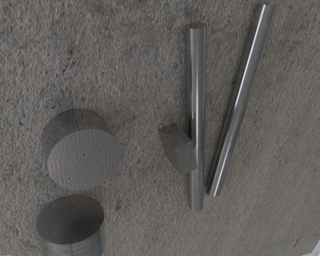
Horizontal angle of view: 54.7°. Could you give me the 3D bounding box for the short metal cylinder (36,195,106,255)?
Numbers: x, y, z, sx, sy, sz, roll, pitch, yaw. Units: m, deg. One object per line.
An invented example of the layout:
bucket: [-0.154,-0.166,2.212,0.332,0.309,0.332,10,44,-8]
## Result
short metal cylinder: [-0.110,0.131,0.392,0.081,0.080,0.050,-11,123,-23]

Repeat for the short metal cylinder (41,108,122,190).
short metal cylinder: [-0.091,0.024,0.356,0.081,0.050,0.079,-14,124,-21]

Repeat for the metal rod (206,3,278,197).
metal rod: [0.112,-0.023,0.453,0.025,0.025,0.298,-5,121,-26]

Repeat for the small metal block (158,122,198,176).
small metal block: [0.024,0.028,0.421,0.025,0.050,0.050,-25,128,-13]

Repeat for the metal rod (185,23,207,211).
metal rod: [0.051,0.006,0.438,0.025,0.025,0.298,-17,126,-19]
